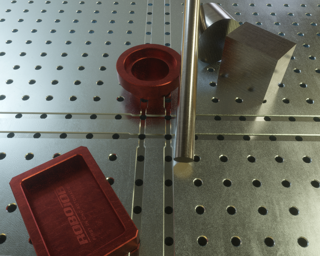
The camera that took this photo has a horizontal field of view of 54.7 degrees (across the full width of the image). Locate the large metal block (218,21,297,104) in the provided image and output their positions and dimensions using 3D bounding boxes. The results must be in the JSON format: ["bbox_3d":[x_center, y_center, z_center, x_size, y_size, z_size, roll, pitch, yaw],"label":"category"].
[{"bbox_3d":[0.138,-0.096,0.454,0.080,0.080,0.050,36,58,26],"label":"large metal block"}]

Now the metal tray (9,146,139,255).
[{"bbox_3d":[-0.092,0.088,0.328,0.091,0.030,0.130,-26,55,-21],"label":"metal tray"}]

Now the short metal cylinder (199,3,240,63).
[{"bbox_3d":[0.083,-0.153,0.501,0.081,0.080,0.050,-18,53,-15],"label":"short metal cylinder"}]

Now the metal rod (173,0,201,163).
[{"bbox_3d":[0.041,-0.099,0.434,0.025,0.025,0.299,4,67,3],"label":"metal rod"}]

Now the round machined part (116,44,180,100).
[{"bbox_3d":[-0.014,-0.080,0.464,0.099,0.042,0.098,0,50,0],"label":"round machined part"}]
